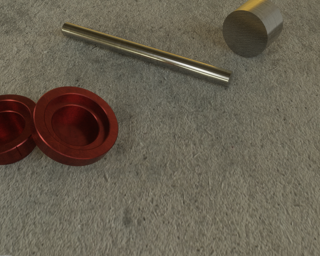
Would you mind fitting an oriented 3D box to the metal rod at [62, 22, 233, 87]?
[{"bbox_3d":[-0.030,-0.124,0.506,0.301,0.025,0.025,21,53,16],"label":"metal rod"}]

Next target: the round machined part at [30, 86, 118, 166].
[{"bbox_3d":[-0.104,0.001,0.373,0.099,0.042,0.098,17,52,-24],"label":"round machined part"}]

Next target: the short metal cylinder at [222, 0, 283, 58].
[{"bbox_3d":[0.150,-0.163,0.505,0.080,0.080,0.050,33,58,25],"label":"short metal cylinder"}]

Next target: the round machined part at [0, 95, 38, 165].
[{"bbox_3d":[-0.193,0.007,0.385,0.099,0.042,0.098,0,50,0],"label":"round machined part"}]
